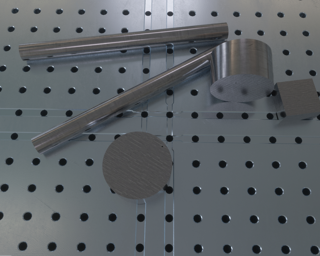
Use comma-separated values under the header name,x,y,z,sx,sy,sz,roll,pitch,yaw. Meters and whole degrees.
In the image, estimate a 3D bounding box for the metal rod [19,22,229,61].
name,x,y,z,sx,sy,sz,roll,pitch,yaw
metal rod,-0.050,-0.128,0.458,0.302,0.025,0.025,-7,70,-3

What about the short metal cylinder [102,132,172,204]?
name,x,y,z,sx,sy,sz,roll,pitch,yaw
short metal cylinder,-0.026,0.050,0.380,0.081,0.050,0.080,0,70,0

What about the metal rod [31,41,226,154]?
name,x,y,z,sx,sy,sz,roll,pitch,yaw
metal rod,-0.030,-0.047,0.428,0.302,0.025,0.025,-28,73,-10

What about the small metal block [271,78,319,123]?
name,x,y,z,sx,sy,sz,roll,pitch,yaw
small metal block,0.187,-0.038,0.427,0.050,0.025,0.050,-7,70,-3

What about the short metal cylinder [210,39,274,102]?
name,x,y,z,sx,sy,sz,roll,pitch,yaw
short metal cylinder,0.107,-0.073,0.410,0.080,0.080,0.050,4,70,1
